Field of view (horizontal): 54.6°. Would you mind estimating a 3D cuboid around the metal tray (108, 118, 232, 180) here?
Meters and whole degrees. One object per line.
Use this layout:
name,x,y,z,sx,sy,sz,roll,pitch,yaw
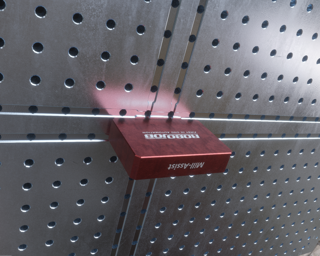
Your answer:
metal tray,0.012,0.022,0.388,0.131,0.090,0.030,0,119,-28
